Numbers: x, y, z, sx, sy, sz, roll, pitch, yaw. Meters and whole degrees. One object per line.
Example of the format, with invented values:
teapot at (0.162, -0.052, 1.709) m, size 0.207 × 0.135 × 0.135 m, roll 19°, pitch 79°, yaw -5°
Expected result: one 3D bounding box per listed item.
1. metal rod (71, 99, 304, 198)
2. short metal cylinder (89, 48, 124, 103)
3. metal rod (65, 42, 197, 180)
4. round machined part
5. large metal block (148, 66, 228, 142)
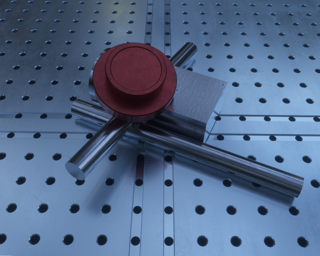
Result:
metal rod at (0.022, 0.020, 0.390) m, size 0.301 × 0.025 × 0.025 m, roll 19°, pitch 53°, yaw 15°
short metal cylinder at (-0.053, -0.064, 0.424) m, size 0.050 × 0.080 × 0.080 m, roll 20°, pitch 53°, yaw 15°
metal rod at (-0.018, -0.044, 0.419) m, size 0.025 × 0.025 × 0.301 m, roll 22°, pitch 46°, yaw 17°
round machined part at (-0.029, -0.059, 0.361) m, size 0.099 × 0.042 × 0.098 m, roll 3°, pitch 70°, yaw -7°
large metal block at (0.035, -0.030, 0.413) m, size 0.080 × 0.050 × 0.080 m, roll 20°, pitch 53°, yaw 16°
